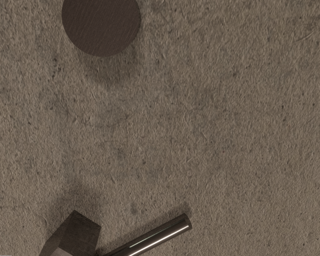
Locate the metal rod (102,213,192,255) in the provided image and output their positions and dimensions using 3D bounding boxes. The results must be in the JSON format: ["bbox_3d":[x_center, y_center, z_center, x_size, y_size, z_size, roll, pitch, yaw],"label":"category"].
[{"bbox_3d":[-0.086,0.213,0.487,0.300,0.025,0.025,-30,108,10],"label":"metal rod"}]

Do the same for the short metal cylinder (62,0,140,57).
[{"bbox_3d":[-0.063,-0.124,0.350,0.081,0.050,0.079,0,110,-1],"label":"short metal cylinder"}]

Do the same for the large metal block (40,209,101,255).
[{"bbox_3d":[-0.135,0.180,0.445,0.050,0.080,0.080,38,106,-13],"label":"large metal block"}]
